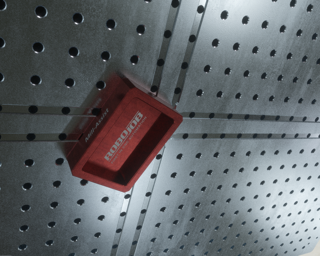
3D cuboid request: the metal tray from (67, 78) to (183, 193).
[{"bbox_3d":[-0.043,0.014,0.392,0.090,0.030,0.130,29,102,-38],"label":"metal tray"}]
